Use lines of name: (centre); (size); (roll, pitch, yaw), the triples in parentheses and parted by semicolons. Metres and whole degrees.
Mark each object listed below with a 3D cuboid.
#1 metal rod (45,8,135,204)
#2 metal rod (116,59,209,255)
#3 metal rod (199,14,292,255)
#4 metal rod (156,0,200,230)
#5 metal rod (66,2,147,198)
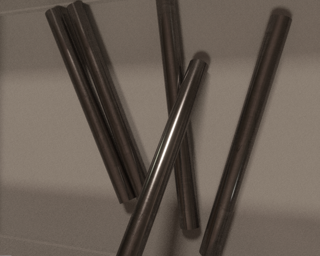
metal rod: (-0.101, -0.037, 0.444); (0.025, 0.025, 0.299); (-26, 82, 18)
metal rod: (-0.001, 0.052, 0.346); (0.025, 0.025, 0.300); (14, 70, 19)
metal rod: (0.101, 0.015, 0.374); (0.025, 0.025, 0.298); (17, 96, 19)
metal rod: (0.023, -0.022, 0.401); (0.025, 0.025, 0.298); (-7, 88, 19)
metal rod: (-0.070, -0.038, 0.434); (0.025, 0.025, 0.299); (-24, 82, 18)
